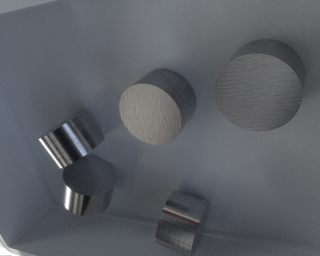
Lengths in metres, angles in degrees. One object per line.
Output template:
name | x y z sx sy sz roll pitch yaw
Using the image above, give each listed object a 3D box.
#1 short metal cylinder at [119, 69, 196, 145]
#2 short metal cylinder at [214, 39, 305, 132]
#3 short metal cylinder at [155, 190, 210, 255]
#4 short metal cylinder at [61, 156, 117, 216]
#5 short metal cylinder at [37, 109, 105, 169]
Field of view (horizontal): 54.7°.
short metal cylinder | -0.002 -0.026 0.378 0.080 0.050 0.079 13 124 21
short metal cylinder | 0.101 -0.043 0.312 0.080 0.050 0.079 13 124 21
short metal cylinder | 0.034 0.134 0.438 0.050 0.080 0.079 16 125 19
short metal cylinder | -0.113 0.090 0.489 0.080 0.080 0.050 27 128 11
short metal cylinder | -0.128 0.014 0.450 0.080 0.080 0.050 -22 107 36
